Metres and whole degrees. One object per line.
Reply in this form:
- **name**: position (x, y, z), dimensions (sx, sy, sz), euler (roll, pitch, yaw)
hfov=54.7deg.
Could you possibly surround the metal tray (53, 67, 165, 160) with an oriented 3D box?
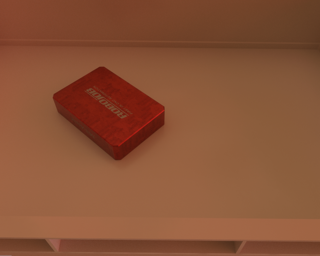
- **metal tray**: position (-0.069, -0.026, 0.422), dimensions (0.130, 0.030, 0.090), euler (35, 58, 25)
